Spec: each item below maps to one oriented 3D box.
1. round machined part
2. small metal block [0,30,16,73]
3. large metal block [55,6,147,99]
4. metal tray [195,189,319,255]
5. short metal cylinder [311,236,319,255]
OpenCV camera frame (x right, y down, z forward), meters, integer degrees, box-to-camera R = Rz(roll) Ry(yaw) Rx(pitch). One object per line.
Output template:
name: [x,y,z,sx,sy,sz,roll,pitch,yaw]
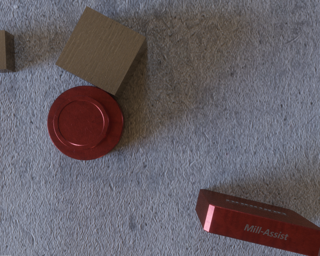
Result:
round machined part: [-0.097,-0.006,0.401,0.099,0.042,0.097,0,90,0]
small metal block: [-0.223,-0.099,0.408,0.050,0.025,0.050,-2,90,0]
large metal block: [-0.071,-0.093,0.397,0.080,0.050,0.080,28,90,0]
metal tray: [0.114,0.112,0.378,0.131,0.090,0.030,13,90,0]
short metal cylinder: [0.232,0.173,0.385,0.080,0.080,0.050,7,90,0]
